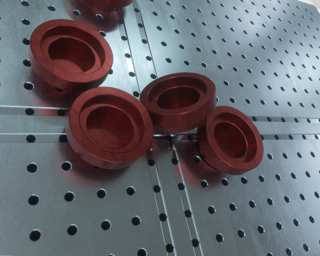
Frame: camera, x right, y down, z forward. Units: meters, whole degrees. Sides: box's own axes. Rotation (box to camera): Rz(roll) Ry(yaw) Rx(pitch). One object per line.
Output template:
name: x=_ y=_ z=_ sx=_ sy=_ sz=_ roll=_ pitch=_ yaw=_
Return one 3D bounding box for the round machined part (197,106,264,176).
round machined part: x=0.093 y=0.021 z=0.436 sx=0.099 sy=0.042 sz=0.098 roll=15 pitch=56 yaw=-23

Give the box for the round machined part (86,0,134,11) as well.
round machined part: x=-0.087 y=-0.226 z=0.490 sx=0.099 sy=0.042 sz=0.098 roll=14 pitch=56 yaw=-21

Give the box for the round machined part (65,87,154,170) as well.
round machined part: x=-0.061 y=0.003 z=0.364 sx=0.099 sy=0.042 sz=0.098 roll=14 pitch=56 yaw=-21

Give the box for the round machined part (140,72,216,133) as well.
round machined part: x=0.025 y=-0.031 z=0.411 sx=0.099 sy=0.042 sz=0.098 roll=-8 pitch=39 yaw=6

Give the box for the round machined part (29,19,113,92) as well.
round machined part: x=-0.113 y=-0.086 z=0.390 sx=0.099 sy=0.042 sz=0.098 roll=14 pitch=56 yaw=-21
